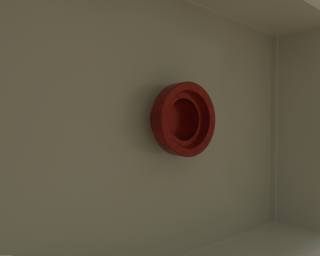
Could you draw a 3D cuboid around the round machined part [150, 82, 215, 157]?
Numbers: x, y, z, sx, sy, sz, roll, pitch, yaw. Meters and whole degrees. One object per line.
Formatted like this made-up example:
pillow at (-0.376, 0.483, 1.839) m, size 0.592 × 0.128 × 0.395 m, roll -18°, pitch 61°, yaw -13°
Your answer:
round machined part at (0.026, -0.011, 0.416) m, size 0.099 × 0.042 × 0.097 m, roll 0°, pitch 90°, yaw -40°
